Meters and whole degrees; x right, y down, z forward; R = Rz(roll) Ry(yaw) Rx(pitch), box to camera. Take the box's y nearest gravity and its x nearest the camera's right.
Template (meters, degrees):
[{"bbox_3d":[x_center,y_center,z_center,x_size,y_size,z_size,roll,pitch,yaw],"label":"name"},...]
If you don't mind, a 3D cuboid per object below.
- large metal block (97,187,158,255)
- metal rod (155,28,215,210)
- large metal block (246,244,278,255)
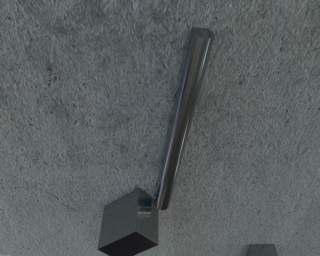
[{"bbox_3d":[-0.050,0.157,0.504,0.080,0.080,0.050,-32,123,24],"label":"large metal block"},{"bbox_3d":[0.024,0.013,0.418,0.025,0.025,0.298,6,130,-5],"label":"metal rod"},{"bbox_3d":[0.207,0.291,0.621,0.050,0.080,0.079,-1,130,0],"label":"large metal block"}]
